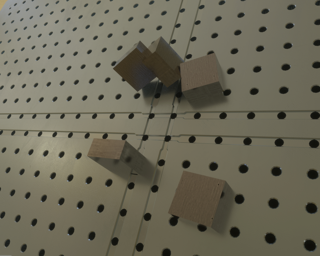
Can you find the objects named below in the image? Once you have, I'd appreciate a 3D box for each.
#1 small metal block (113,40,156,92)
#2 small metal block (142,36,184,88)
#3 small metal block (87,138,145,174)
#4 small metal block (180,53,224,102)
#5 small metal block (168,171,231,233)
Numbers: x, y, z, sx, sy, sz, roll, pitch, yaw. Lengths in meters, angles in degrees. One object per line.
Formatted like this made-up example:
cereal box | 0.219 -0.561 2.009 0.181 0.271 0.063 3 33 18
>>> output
small metal block | -0.031 -0.089 0.452 0.050 0.050 0.025 -34 25 31
small metal block | 0.006 -0.093 0.434 0.025 0.050 0.050 -33 26 31
small metal block | -0.056 0.037 0.400 0.050 0.050 0.025 2 63 29
small metal block | 0.056 -0.069 0.422 0.050 0.025 0.050 -14 56 20
small metal block | 0.044 0.079 0.338 0.050 0.025 0.050 9 66 32
